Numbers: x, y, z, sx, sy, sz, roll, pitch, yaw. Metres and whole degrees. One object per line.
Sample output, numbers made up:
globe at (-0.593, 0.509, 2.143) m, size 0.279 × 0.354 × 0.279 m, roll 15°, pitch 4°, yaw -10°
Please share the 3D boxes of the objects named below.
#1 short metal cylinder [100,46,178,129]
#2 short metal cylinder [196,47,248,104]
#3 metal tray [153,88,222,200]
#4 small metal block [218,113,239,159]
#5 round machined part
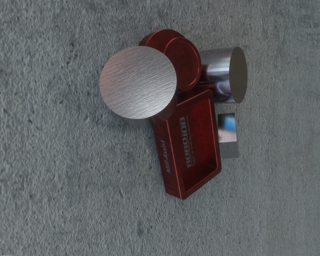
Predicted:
short metal cylinder at (-0.021, -0.043, 0.344) m, size 0.050 × 0.080 × 0.080 m, roll 67°, pitch 35°, yaw -77°
short metal cylinder at (0.091, -0.075, 0.452) m, size 0.080 × 0.050 × 0.079 m, roll -6°, pitch 96°, yaw -57°
metal tray at (0.039, 0.020, 0.421) m, size 0.091 × 0.030 × 0.129 m, roll -28°, pitch 117°, yaw -37°
small metal block at (0.104, 0.012, 0.470) m, size 0.050 × 0.025 × 0.050 m, roll 64°, pitch 25°, yaw -53°
round machined part at (0.017, -0.082, 0.410) m, size 0.099 × 0.042 × 0.097 m, roll 0°, pitch 90°, yaw -40°
